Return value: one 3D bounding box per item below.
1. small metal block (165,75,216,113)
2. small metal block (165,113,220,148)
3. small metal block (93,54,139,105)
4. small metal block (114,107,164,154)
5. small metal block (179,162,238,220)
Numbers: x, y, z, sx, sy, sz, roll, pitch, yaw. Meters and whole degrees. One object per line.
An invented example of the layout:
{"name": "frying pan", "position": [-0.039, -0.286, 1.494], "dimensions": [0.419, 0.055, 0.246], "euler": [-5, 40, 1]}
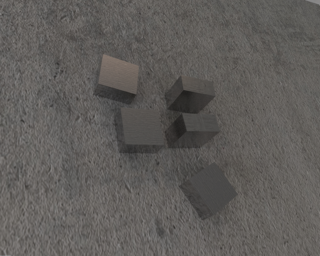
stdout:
{"name": "small metal block", "position": [0.042, -0.046, 0.438], "dimensions": [0.050, 0.050, 0.025], "euler": [7, 59, -24]}
{"name": "small metal block", "position": [0.042, 0.005, 0.407], "dimensions": [0.050, 0.050, 0.025], "euler": [1, 61, -28]}
{"name": "small metal block", "position": [-0.058, -0.064, 0.412], "dimensions": [0.050, 0.025, 0.050], "euler": [15, 56, -20]}
{"name": "small metal block", "position": [-0.027, 0.004, 0.387], "dimensions": [0.050, 0.025, 0.050], "euler": [3, 60, -27]}
{"name": "small metal block", "position": [0.061, 0.078, 0.389], "dimensions": [0.050, 0.025, 0.050], "euler": [-26, 76, -37]}
